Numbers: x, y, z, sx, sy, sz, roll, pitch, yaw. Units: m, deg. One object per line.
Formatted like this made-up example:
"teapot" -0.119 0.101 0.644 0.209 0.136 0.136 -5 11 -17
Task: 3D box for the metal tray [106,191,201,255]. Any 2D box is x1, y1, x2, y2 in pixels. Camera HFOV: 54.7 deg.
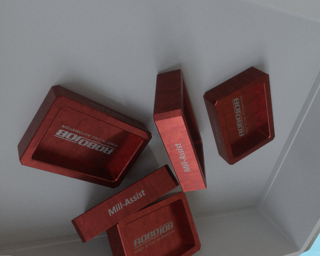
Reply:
"metal tray" -0.005 0.150 0.431 0.131 0.030 0.090 -12 82 -45

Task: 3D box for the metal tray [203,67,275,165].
"metal tray" 0.123 -0.015 0.465 0.090 0.030 0.129 -30 129 -10

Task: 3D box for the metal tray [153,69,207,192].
"metal tray" 0.028 0.005 0.384 0.030 0.090 0.129 -12 129 13

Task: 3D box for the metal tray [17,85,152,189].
"metal tray" -0.085 0.016 0.369 0.131 0.030 0.090 25 105 -37

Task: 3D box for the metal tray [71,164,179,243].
"metal tray" -0.043 0.096 0.407 0.131 0.030 0.090 -29 173 -10
